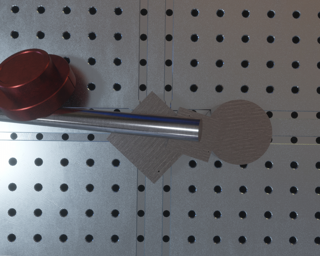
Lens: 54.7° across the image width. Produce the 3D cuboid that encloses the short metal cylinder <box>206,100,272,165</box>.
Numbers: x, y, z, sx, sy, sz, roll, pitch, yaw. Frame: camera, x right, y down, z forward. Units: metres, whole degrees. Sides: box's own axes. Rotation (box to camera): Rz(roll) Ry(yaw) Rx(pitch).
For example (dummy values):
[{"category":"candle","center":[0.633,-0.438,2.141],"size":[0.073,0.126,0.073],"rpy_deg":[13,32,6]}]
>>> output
[{"category":"short metal cylinder","center":[0.097,0.005,0.402],"size":[0.081,0.050,0.079],"rpy_deg":[0,90,-1]}]

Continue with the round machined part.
[{"category":"round machined part","center":[-0.157,-0.059,0.376],"size":[0.098,0.042,0.098],"rpy_deg":[-6,51,8]}]

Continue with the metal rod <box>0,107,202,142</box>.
[{"category":"metal rod","center":[-0.101,-0.011,0.368],"size":[0.301,0.025,0.025],"rpy_deg":[5,90,16]}]

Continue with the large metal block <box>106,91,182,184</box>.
[{"category":"large metal block","center":[-0.008,0.011,0.399],"size":[0.080,0.050,0.080],"rpy_deg":[44,90,-1]}]

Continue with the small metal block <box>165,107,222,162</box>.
[{"category":"small metal block","center":[0.038,0.007,0.362],"size":[0.050,0.025,0.050],"rpy_deg":[19,90,-1]}]
